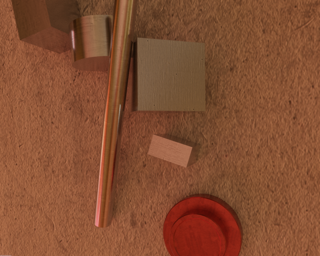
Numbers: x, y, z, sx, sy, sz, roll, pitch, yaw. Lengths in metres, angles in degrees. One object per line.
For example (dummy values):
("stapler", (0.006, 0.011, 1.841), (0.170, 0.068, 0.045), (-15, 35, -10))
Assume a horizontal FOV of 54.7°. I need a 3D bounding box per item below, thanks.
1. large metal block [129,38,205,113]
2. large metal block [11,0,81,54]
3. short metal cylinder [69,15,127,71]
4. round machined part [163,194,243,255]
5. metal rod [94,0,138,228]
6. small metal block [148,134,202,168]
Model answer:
("large metal block", (0.007, -0.059, 0.372), (0.081, 0.050, 0.079), (0, 90, -18))
("large metal block", (-0.154, -0.158, 0.432), (0.050, 0.080, 0.080), (-16, 85, 19))
("short metal cylinder", (-0.076, -0.108, 0.405), (0.080, 0.080, 0.050), (-6, 88, 19))
("round machined part", (0.050, 0.134, 0.382), (0.098, 0.042, 0.097), (0, 90, 19))
("metal rod", (-0.059, -0.006, 0.387), (0.025, 0.025, 0.298), (16, 111, 19))
("small metal block", (0.020, 0.027, 0.388), (0.050, 0.050, 0.025), (18, 96, 19))
